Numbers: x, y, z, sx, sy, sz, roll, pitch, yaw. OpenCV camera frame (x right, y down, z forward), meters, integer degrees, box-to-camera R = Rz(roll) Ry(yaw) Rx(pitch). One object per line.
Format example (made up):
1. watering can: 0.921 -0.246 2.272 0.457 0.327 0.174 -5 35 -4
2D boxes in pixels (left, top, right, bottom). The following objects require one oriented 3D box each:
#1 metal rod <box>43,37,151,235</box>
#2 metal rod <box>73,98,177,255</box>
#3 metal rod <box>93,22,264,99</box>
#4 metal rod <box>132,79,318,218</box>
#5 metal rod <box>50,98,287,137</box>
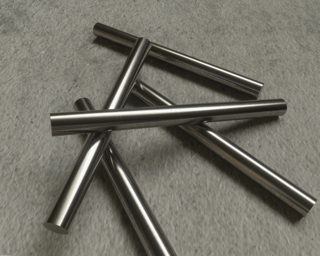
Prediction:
1. metal rod: -0.061 -0.017 0.383 0.025 0.025 0.300 11 51 9
2. metal rod: -0.036 0.069 0.344 0.025 0.025 0.300 -22 54 -18
3. metal rod: 0.018 -0.114 0.499 0.301 0.025 0.025 25 54 19
4. metal rod: 0.053 0.006 0.398 0.300 0.025 0.025 37 59 26
5. metal rod: 0.027 -0.016 0.376 0.303 0.025 0.025 -5 49 -21
